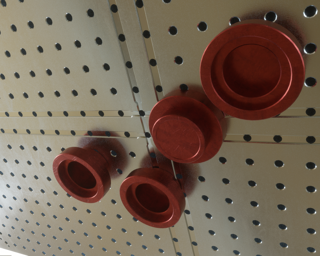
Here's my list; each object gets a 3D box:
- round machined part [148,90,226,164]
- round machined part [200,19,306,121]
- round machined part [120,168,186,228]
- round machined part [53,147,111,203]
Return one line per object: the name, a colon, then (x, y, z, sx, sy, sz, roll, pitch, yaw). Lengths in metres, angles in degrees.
round machined part: (0.029, 0.005, 0.387, 0.098, 0.042, 0.097, 13, 124, 20)
round machined part: (0.094, -0.060, 0.313, 0.098, 0.042, 0.097, 13, 124, 20)
round machined part: (-0.007, 0.099, 0.464, 0.098, 0.042, 0.097, 13, 124, 20)
round machined part: (-0.122, 0.072, 0.506, 0.098, 0.042, 0.097, 13, 124, 20)
